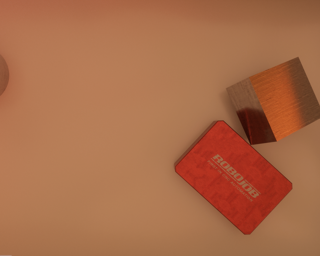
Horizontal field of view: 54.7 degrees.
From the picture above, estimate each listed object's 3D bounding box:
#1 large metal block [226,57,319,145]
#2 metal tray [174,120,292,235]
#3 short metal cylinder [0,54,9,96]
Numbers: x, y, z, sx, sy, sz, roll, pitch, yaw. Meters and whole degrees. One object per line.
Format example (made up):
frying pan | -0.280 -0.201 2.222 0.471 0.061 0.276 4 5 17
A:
large metal block | 0.143 -0.033 0.388 0.081 0.050 0.080 -24 90 -21
metal tray | 0.095 0.063 0.410 0.130 0.030 0.090 43 90 -1
short metal cylinder | -0.245 -0.072 0.396 0.081 0.050 0.079 0 90 -1
